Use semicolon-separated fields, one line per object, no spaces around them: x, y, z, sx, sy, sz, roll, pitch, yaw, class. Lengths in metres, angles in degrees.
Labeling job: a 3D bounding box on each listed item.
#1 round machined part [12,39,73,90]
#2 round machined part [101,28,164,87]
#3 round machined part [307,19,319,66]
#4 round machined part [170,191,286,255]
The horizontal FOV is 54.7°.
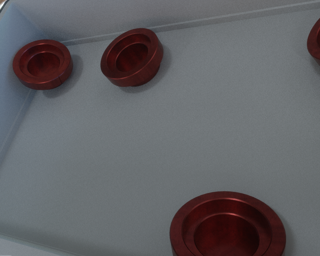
-0.204;-0.107;0.553;0.099;0.042;0.098;1;62;-1;round machined part
-0.039;-0.103;0.479;0.098;0.042;0.098;-13;56;21;round machined part
0.214;-0.098;0.327;0.098;0.042;0.098;-37;31;28;round machined part
0.060;0.106;0.280;0.099;0.042;0.098;-7;29;4;round machined part
